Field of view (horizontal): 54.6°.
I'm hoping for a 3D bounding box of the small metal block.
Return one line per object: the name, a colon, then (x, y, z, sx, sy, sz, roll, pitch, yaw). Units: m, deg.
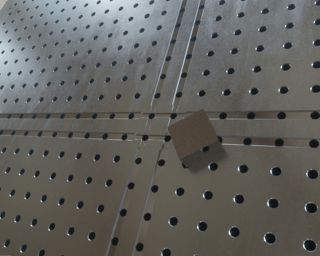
small metal block: (0.043, 0.012, 0.379, 0.050, 0.025, 0.050, -27, 52, 11)
